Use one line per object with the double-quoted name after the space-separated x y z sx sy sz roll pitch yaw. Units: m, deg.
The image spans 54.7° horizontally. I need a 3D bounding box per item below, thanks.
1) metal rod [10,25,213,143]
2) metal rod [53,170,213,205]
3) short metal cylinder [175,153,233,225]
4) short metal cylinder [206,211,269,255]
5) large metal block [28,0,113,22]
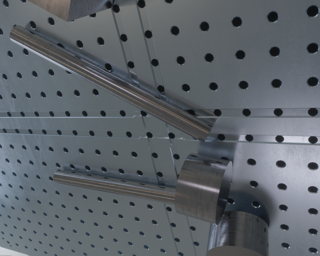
-0.071 -0.062 0.409 0.301 0.025 0.025 28 128 10 "metal rod"
-0.049 0.097 0.496 0.301 0.025 0.025 4 120 26 "metal rod"
0.057 0.076 0.392 0.050 0.080 0.079 11 123 22 "short metal cylinder"
0.106 0.157 0.423 0.080 0.050 0.079 9 135 9 "short metal cylinder"
-0.084 -0.165 0.318 0.050 0.080 0.079 30 128 9 "large metal block"
